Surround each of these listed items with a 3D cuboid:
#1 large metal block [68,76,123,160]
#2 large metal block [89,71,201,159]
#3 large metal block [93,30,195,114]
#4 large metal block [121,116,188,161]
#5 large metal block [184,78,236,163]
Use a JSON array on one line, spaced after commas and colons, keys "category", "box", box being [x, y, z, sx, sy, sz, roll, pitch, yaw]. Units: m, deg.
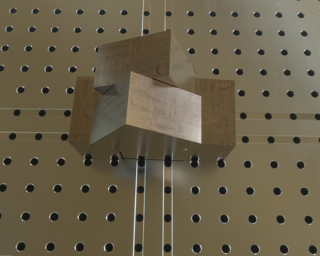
[{"category": "large metal block", "box": [-0.073, -0.009, 0.385, 0.050, 0.080, 0.080, 2, 70, 0]}, {"category": "large metal block", "box": [-0.015, -0.007, 0.314, 0.081, 0.080, 0.050, 15, 66, -30]}, {"category": "large metal block", "box": [-0.013, -0.053, 0.334, 0.080, 0.080, 0.050, -6, 68, 22]}, {"category": "large metal block", "box": [-0.006, -0.005, 0.398, 0.081, 0.050, 0.080, 3, 70, 0]}, {"category": "large metal block", "box": [0.059, -0.006, 0.385, 0.050, 0.080, 0.080, 4, 70, 1]}]
